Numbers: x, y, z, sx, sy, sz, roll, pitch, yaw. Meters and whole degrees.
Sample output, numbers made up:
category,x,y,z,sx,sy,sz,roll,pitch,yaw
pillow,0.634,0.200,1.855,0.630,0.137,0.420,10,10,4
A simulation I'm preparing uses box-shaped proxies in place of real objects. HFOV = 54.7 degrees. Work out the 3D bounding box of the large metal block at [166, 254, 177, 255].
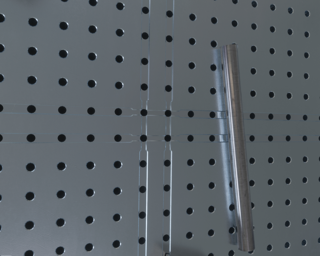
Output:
category,x,y,z,sx,sy,sz,roll,pitch,yaw
large metal block,0.042,0.225,0.415,0.081,0.050,0.080,19,84,-19

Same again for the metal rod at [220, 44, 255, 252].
category,x,y,z,sx,sy,sz,roll,pitch,yaw
metal rod,0.114,0.030,0.454,0.025,0.025,0.298,-6,92,-20
